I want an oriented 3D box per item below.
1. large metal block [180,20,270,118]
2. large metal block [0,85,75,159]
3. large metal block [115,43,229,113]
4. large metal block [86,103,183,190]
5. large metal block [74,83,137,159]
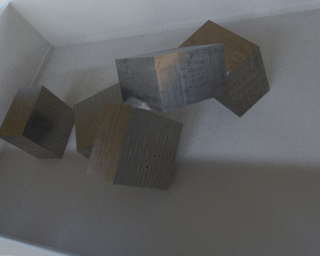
[{"bbox_3d":[0.078,-0.070,0.372,0.050,0.080,0.080,-43,51,-2],"label":"large metal block"},{"bbox_3d":[-0.180,-0.006,0.466,0.050,0.080,0.080,-3,61,27],"label":"large metal block"},{"bbox_3d":[0.011,-0.054,0.322,0.081,0.050,0.080,-18,18,-29],"label":"large metal block"},{"bbox_3d":[-0.027,0.022,0.351,0.050,0.080,0.080,8,82,45],"label":"large metal block"},{"bbox_3d":[-0.068,-0.006,0.427,0.080,0.050,0.080,-25,53,13],"label":"large metal block"}]
